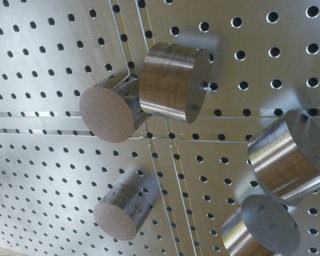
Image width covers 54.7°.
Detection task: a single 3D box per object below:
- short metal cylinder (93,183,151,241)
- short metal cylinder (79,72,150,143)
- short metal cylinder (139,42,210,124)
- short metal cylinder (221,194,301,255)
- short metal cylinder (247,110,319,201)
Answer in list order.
[{"bbox_3d":[-0.063,0.139,0.514,0.080,0.050,0.079,13,124,21],"label":"short metal cylinder"},{"bbox_3d":[-0.058,-0.027,0.409,0.080,0.050,0.079,13,124,21],"label":"short metal cylinder"},{"bbox_3d":[0.018,-0.049,0.336,0.050,0.080,0.079,15,125,20],"label":"short metal cylinder"},{"bbox_3d":[0.126,0.132,0.391,0.080,0.080,0.050,32,129,7],"label":"short metal cylinder"},{"bbox_3d":[0.138,0.028,0.320,0.080,0.080,0.050,44,129,-2],"label":"short metal cylinder"}]
